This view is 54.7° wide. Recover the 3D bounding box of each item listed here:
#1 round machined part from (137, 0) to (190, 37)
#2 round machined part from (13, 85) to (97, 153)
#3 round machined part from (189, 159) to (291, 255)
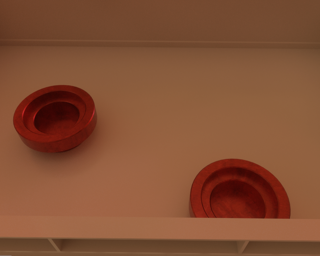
[{"bbox_3d":[0.007,-0.215,0.577,0.099,0.042,0.098,0,50,0],"label":"round machined part"},{"bbox_3d":[-0.130,-0.007,0.399,0.099,0.042,0.098,0,50,0],"label":"round machined part"},{"bbox_3d":[0.079,0.084,0.324,0.099,0.042,0.098,0,50,0],"label":"round machined part"}]
